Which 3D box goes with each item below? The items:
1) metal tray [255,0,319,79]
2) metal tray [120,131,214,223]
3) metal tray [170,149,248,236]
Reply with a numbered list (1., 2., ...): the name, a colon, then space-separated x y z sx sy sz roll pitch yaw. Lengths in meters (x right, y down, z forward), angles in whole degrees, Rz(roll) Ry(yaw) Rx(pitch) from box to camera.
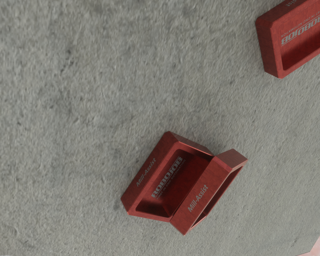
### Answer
1. metal tray: 0.200 -0.139 0.429 0.130 0.030 0.090 -33 129 -7
2. metal tray: 0.013 0.076 0.459 0.090 0.030 0.129 24 105 -37
3. metal tray: 0.076 0.096 0.474 0.091 0.030 0.129 -7 132 -59
